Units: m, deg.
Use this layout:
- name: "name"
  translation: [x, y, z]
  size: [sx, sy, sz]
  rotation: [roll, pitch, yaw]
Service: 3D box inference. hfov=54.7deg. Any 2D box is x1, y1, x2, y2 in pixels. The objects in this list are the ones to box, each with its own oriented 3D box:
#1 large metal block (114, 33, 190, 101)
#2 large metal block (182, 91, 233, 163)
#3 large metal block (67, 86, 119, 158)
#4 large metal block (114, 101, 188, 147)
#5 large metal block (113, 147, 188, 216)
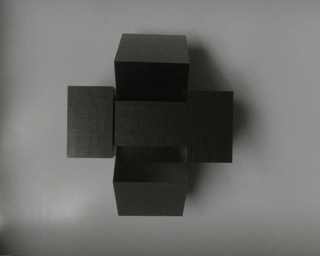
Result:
- name: "large metal block"
  translation: [-0.009, -0.075, 0.376]
  size: [0.081, 0.080, 0.050]
  rotation: [2, 128, 0]
- name: "large metal block"
  translation: [0.056, -0.002, 0.383]
  size: [0.050, 0.080, 0.080]
  rotation: [1, 90, 0]
- name: "large metal block"
  translation: [-0.077, -0.007, 0.382]
  size: [0.050, 0.080, 0.080]
  rotation: [1, 90, 0]
- name: "large metal block"
  translation: [-0.010, -0.005, 0.383]
  size: [0.081, 0.080, 0.050]
  rotation: [1, 90, 0]
- name: "large metal block"
  translation: [-0.011, 0.066, 0.376]
  size: [0.081, 0.080, 0.050]
  rotation: [1, 48, -1]
